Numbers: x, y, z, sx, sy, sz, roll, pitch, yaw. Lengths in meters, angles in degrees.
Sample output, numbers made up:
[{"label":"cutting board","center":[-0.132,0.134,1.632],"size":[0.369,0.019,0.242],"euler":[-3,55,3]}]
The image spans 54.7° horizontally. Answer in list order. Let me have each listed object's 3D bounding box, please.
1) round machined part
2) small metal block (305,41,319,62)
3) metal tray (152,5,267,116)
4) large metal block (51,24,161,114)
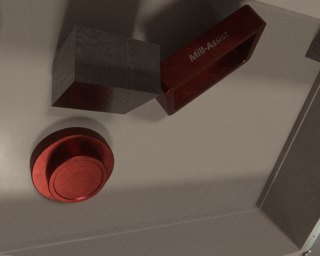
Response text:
[{"label":"round machined part","center":[-0.102,0.051,0.375],"size":[0.099,0.042,0.097],"euler":[-14,125,-21]},{"label":"small metal block","center":[0.261,-0.109,0.471],"size":[0.050,0.050,0.025],"euler":[4,116,-31]},{"label":"metal tray","center":[0.053,-0.073,0.359],"size":[0.130,0.030,0.090],"euler":[-36,167,-5]},{"label":"large metal block","center":[-0.055,-0.051,0.304],"size":[0.081,0.080,0.050],"euler":[5,76,-31]}]
